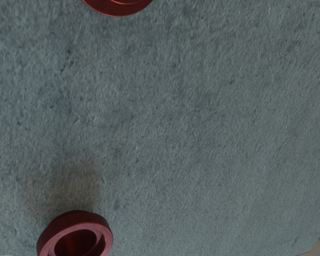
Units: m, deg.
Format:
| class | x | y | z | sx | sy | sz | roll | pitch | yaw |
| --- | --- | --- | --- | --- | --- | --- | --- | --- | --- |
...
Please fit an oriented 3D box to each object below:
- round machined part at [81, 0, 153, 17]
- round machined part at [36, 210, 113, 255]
| class | x | y | z | sx | sy | sz | roll | pitch | yaw |
| --- | --- | --- | --- | --- | --- | --- | --- | --- | --- |
| round machined part | -0.037 | -0.152 | 0.282 | 0.099 | 0.042 | 0.097 | -14 | 125 | -21 |
| round machined part | -0.118 | 0.153 | 0.427 | 0.099 | 0.042 | 0.097 | -14 | 125 | -21 |
